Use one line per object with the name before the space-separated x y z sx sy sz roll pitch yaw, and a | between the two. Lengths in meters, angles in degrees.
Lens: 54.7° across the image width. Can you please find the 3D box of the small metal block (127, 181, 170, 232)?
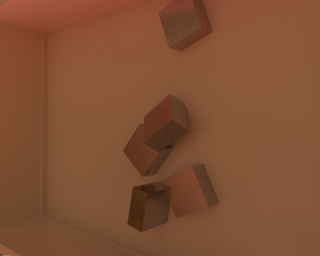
small metal block | -0.012 0.100 0.401 0.025 0.050 0.050 15 100 39

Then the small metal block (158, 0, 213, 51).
small metal block | 0.031 -0.131 0.382 0.050 0.025 0.050 -25 74 37

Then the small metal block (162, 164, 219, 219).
small metal block | 0.036 0.077 0.377 0.050 0.025 0.050 -33 70 35

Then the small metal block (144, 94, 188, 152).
small metal block | 0.006 -0.006 0.385 0.050 0.025 0.050 -40 32 29

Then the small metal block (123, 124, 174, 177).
small metal block | -0.017 0.030 0.421 0.050 0.025 0.050 48 119 29
